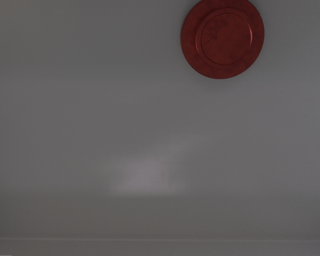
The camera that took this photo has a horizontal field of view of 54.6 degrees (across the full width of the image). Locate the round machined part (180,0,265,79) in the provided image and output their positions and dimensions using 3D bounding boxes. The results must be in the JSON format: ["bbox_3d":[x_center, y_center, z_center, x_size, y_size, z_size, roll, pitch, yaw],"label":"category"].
[{"bbox_3d":[0.074,-0.105,0.364,0.099,0.042,0.097,0,110,0],"label":"round machined part"}]
